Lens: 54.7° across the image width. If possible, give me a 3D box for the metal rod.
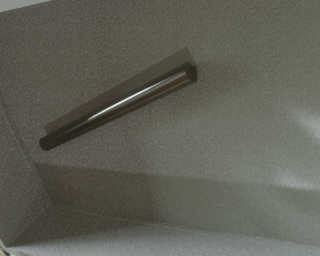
[{"bbox_3d":[-0.079,-0.018,0.436,0.299,0.025,0.025,-21,107,35],"label":"metal rod"}]
